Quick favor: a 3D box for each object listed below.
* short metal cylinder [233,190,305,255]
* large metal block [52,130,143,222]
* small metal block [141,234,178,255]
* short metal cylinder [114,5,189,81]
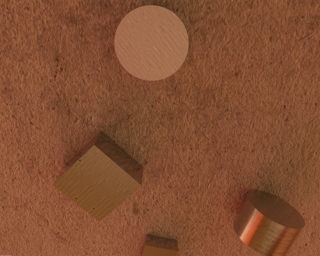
[{"bbox_3d":[0.150,0.131,0.430,0.080,0.080,0.050,18,109,-7],"label":"short metal cylinder"},{"bbox_3d":[-0.081,0.065,0.419,0.080,0.050,0.080,-43,105,14],"label":"large metal block"},{"bbox_3d":[-0.003,0.198,0.483,0.050,0.025,0.050,12,110,-5],"label":"small metal block"},{"bbox_3d":[-0.009,-0.099,0.360,0.081,0.050,0.079,0,110,0],"label":"short metal cylinder"}]
